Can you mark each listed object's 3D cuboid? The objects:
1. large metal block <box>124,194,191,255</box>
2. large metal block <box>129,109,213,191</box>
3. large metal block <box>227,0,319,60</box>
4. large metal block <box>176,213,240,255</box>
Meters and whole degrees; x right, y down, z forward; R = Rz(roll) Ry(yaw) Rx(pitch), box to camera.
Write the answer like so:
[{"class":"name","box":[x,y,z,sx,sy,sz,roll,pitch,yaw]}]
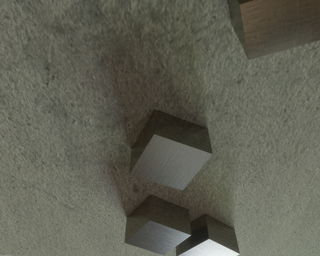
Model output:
[{"class":"large metal block","box":[-0.004,0.169,0.535,0.080,0.050,0.080,27,125,-22]},{"class":"large metal block","box":[0.012,0.031,0.418,0.081,0.050,0.079,20,127,-17]},{"class":"large metal block","box":[0.107,-0.112,0.277,0.080,0.080,0.050,-14,129,11]},{"class":"large metal block","box":[0.086,0.212,0.573,0.080,0.050,0.080,34,122,-26]}]
